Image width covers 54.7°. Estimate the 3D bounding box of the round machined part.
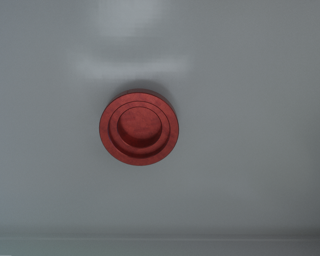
[{"bbox_3d":[-0.026,-0.004,0.401,0.099,0.042,0.097,0,110,-1],"label":"round machined part"}]
